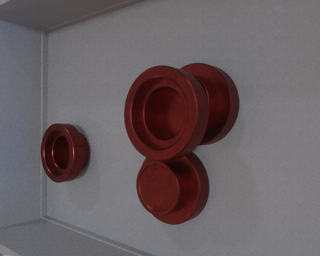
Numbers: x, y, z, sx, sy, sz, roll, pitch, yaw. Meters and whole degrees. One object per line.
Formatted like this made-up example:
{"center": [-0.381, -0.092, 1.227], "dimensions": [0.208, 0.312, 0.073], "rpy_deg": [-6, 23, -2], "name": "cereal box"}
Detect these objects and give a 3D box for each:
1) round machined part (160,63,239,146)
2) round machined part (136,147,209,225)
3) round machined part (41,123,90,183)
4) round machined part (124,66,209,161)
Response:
{"center": [0.039, -0.028, 0.364], "dimensions": [0.098, 0.042, 0.097], "rpy_deg": [0, 90, 40], "name": "round machined part"}
{"center": [0.009, 0.072, 0.389], "dimensions": [0.098, 0.042, 0.097], "rpy_deg": [0, 90, 40], "name": "round machined part"}
{"center": [-0.157, 0.041, 0.526], "dimensions": [0.098, 0.042, 0.097], "rpy_deg": [0, 90, 40], "name": "round machined part"}
{"center": [0.010, -0.015, 0.332], "dimensions": [0.098, 0.042, 0.097], "rpy_deg": [0, 90, 40], "name": "round machined part"}
